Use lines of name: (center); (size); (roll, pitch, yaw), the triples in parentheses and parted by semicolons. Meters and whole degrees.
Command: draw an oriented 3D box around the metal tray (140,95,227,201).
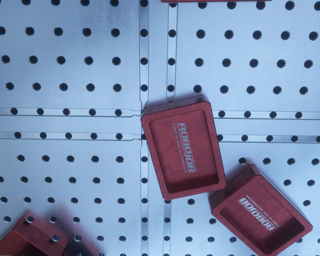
metal tray: (0.034, 0.029, 0.421); (0.090, 0.030, 0.129); (-13, 110, 4)

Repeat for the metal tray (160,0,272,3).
metal tray: (0.063, -0.187, 0.342); (0.131, 0.030, 0.089); (-1, 110, 0)

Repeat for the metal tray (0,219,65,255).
metal tray: (-0.227, 0.214, 0.488); (0.130, 0.030, 0.090); (-43, 105, 14)

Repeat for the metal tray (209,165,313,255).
metal tray: (0.148, 0.128, 0.458); (0.090, 0.030, 0.130); (-43, 105, 14)
